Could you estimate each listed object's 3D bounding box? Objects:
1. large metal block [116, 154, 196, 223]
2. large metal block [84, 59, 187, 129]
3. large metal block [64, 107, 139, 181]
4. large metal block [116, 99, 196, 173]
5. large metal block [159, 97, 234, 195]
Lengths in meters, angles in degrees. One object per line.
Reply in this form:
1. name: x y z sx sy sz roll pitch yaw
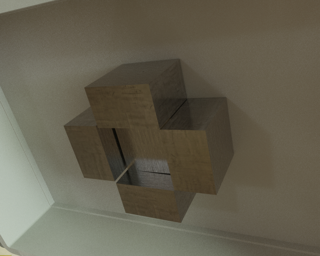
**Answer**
1. large metal block: 0.002 0.074 0.416 0.080 0.080 0.050 2 119 27
2. large metal block: -0.024 -0.040 0.359 0.080 0.080 0.050 1 119 28
3. large metal block: -0.071 0.013 0.418 0.050 0.080 0.080 1 119 28
4. large metal block: -0.005 0.010 0.398 0.080 0.050 0.080 1 119 28
5. large metal block: 0.047 0.018 0.358 0.050 0.080 0.080 1 119 28
